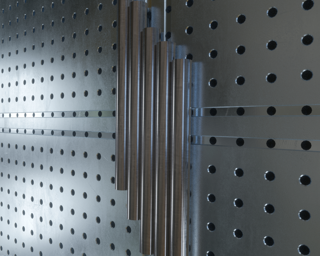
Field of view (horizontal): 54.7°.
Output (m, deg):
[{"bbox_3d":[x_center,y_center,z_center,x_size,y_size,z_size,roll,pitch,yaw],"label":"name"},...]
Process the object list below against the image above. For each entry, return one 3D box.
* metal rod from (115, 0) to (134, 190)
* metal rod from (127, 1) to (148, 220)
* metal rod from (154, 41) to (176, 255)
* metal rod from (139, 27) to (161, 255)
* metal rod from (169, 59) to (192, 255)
[{"bbox_3d":[-0.051,-0.061,0.449,0.025,0.025,0.298,1,91,39],"label":"metal rod"},{"bbox_3d":[-0.032,-0.023,0.432,0.025,0.025,0.298,1,91,39],"label":"metal rod"},{"bbox_3d":[0.006,0.040,0.402,0.025,0.025,0.298,1,91,39],"label":"metal rod"},{"bbox_3d":[-0.013,0.018,0.417,0.025,0.025,0.298,1,91,39],"label":"metal rod"},{"bbox_3d":[0.025,0.066,0.386,0.025,0.025,0.298,1,91,39],"label":"metal rod"}]
